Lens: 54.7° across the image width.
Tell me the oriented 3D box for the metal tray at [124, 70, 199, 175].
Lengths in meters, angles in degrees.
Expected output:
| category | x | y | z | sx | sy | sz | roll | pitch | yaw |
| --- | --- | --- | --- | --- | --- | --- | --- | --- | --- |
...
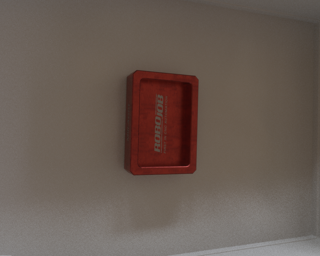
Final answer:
| category | x | y | z | sx | sy | sz | roll | pitch | yaw |
| --- | --- | --- | --- | --- | --- | --- | --- | --- | --- |
| metal tray | 0.002 | -0.006 | 0.406 | 0.091 | 0.030 | 0.129 | 2 | 89 | -21 |
